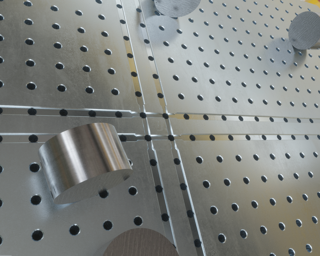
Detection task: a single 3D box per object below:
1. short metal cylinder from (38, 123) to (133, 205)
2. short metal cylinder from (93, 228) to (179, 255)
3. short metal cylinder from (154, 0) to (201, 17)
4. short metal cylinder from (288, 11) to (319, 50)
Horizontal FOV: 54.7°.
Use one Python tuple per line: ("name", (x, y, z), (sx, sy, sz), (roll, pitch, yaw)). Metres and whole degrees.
("short metal cylinder", (-0.074, 0.036, 0.311), (0.081, 0.080, 0.050), (-13, 69, -34))
("short metal cylinder", (-0.025, 0.141, 0.292), (0.081, 0.050, 0.080), (13, 56, -21))
("short metal cylinder", (0.028, -0.240, 0.534), (0.081, 0.080, 0.050), (8, 58, -24))
("short metal cylinder", (0.334, -0.213, 0.682), (0.050, 0.080, 0.080), (-8, 66, -32))
